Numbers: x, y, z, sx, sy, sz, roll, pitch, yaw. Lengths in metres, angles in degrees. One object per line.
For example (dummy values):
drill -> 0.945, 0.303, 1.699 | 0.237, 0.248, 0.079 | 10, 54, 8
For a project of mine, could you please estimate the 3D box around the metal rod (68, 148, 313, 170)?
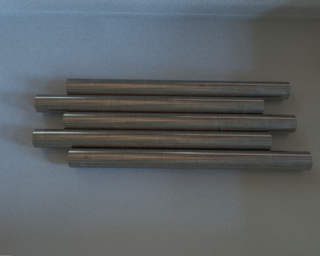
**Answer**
metal rod -> 0.038, 0.040, 0.394 | 0.302, 0.025, 0.025 | 1, 70, 0

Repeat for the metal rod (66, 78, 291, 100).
metal rod -> 0.025, -0.054, 0.428 | 0.302, 0.025, 0.025 | 1, 70, 0

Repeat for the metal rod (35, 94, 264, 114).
metal rod -> -0.013, -0.031, 0.419 | 0.302, 0.025, 0.025 | 1, 70, 0

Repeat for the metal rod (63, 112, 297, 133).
metal rod -> 0.026, -0.007, 0.411 | 0.302, 0.025, 0.025 | 1, 70, 0

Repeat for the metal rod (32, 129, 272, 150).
metal rod -> -0.009, 0.015, 0.402 | 0.302, 0.025, 0.025 | 1, 70, 0
